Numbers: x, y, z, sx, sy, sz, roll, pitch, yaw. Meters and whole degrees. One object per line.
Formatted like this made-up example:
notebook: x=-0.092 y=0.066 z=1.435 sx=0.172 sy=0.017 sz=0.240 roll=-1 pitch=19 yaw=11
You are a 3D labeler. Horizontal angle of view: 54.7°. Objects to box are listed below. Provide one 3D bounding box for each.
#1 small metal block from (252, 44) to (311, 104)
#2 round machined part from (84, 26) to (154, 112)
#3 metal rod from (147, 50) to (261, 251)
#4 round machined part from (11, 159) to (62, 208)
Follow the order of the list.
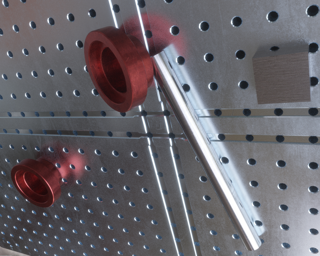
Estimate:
small metal block: x=0.124 y=-0.053 z=0.313 sx=0.050 sy=0.025 sz=0.050 roll=-1 pitch=118 yaw=29
round machined part: x=-0.045 y=-0.071 z=0.364 sx=0.098 sy=0.042 sz=0.097 roll=36 pitch=142 yaw=35
metal rod: x=0.063 y=0.040 z=0.402 sx=0.025 sy=0.025 sz=0.299 roll=-18 pitch=110 yaw=35
round machined part: x=-0.224 y=0.097 z=0.579 sx=0.098 sy=0.042 sz=0.097 roll=13 pitch=124 yaw=21
